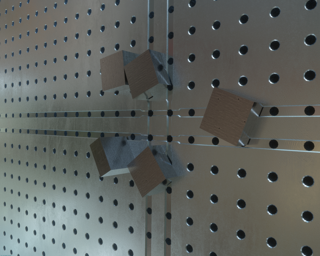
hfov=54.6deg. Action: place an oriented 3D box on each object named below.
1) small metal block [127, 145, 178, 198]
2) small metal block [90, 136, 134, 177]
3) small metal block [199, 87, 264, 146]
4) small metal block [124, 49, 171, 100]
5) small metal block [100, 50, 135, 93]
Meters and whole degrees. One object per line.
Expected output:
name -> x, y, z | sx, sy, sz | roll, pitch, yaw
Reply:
small metal block -> -0.011, 0.058, 0.420 | 0.050, 0.025, 0.050 | -44, 64, 31
small metal block -> -0.067, 0.041, 0.450 | 0.025, 0.050, 0.050 | -36, 68, 34
small metal block -> 0.079, -0.013, 0.345 | 0.050, 0.025, 0.050 | 29, 108, 36
small metal block -> -0.018, -0.072, 0.426 | 0.050, 0.025, 0.050 | -26, 74, 37
small metal block -> -0.062, -0.083, 0.462 | 0.050, 0.025, 0.050 | -9, 84, 40
